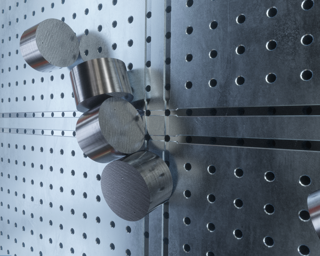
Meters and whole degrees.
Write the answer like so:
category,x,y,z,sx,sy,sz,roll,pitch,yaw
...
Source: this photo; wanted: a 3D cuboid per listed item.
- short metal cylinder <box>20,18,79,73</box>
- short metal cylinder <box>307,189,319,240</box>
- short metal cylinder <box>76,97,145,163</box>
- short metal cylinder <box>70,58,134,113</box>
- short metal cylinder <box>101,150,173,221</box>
category,x,y,z,sx,sy,sz,roll,pitch,yaw
short metal cylinder,-0.185,-0.138,0.523,0.050,0.081,0.080,-5,87,39
short metal cylinder,0.162,0.076,0.239,0.050,0.081,0.080,-39,66,33
short metal cylinder,-0.067,0.004,0.427,0.050,0.081,0.080,-24,75,37
short metal cylinder,-0.082,-0.058,0.439,0.080,0.081,0.050,-24,75,37
short metal cylinder,-0.031,0.074,0.406,0.080,0.050,0.079,10,107,33
